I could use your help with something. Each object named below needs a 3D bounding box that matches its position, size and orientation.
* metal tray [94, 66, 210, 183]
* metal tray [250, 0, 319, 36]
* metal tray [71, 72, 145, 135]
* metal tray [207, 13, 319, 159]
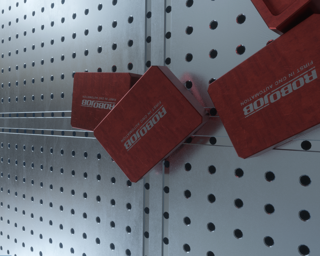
[{"bbox_3d":[-0.014,-0.004,0.392,0.130,0.030,0.090,-44,80,24],"label":"metal tray"},{"bbox_3d":[0.119,-0.166,0.295,0.090,0.030,0.130,-39,62,36],"label":"metal tray"},{"bbox_3d":[-0.083,-0.038,0.472,0.130,0.030,0.089,9,96,39],"label":"metal tray"},{"bbox_3d":[0.120,-0.035,0.306,0.130,0.030,0.090,-34,70,34],"label":"metal tray"}]
